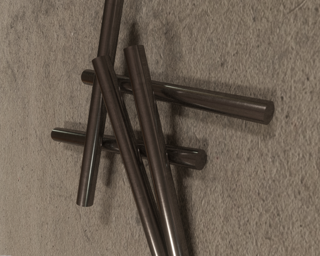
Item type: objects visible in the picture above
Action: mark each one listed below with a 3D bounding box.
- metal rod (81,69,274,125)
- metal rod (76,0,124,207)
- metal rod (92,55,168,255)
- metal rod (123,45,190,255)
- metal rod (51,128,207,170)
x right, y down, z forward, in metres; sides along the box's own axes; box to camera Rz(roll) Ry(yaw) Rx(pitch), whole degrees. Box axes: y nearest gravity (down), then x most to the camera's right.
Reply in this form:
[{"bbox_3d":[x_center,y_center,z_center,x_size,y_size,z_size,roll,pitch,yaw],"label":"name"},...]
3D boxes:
[{"bbox_3d":[-0.003,-0.049,0.405,0.300,0.025,0.025,16,101,38],"label":"metal rod"},{"bbox_3d":[-0.086,-0.033,0.439,0.025,0.025,0.298,17,100,38],"label":"metal rod"},{"bbox_3d":[-0.032,0.052,0.399,0.025,0.025,0.298,-19,87,38],"label":"metal rod"},{"bbox_3d":[0.001,0.051,0.372,0.025,0.025,0.298,-11,93,39],"label":"metal rod"},{"bbox_3d":[-0.068,0.024,0.458,0.300,0.025,0.025,6,94,39],"label":"metal rod"}]
